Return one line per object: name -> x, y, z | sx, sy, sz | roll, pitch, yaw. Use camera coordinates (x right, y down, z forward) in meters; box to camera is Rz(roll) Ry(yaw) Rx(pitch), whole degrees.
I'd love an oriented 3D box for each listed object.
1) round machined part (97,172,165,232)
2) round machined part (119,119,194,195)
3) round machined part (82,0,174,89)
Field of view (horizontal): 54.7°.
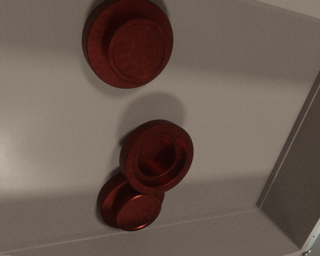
round machined part -> -0.037, 0.110, 0.447 | 0.099, 0.042, 0.097 | -14, 125, -21
round machined part -> -0.008, 0.035, 0.409 | 0.099, 0.042, 0.097 | -11, 113, -26
round machined part -> -0.029, -0.086, 0.330 | 0.099, 0.042, 0.097 | -14, 125, -21
